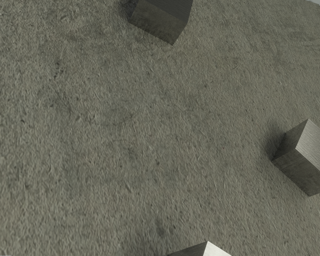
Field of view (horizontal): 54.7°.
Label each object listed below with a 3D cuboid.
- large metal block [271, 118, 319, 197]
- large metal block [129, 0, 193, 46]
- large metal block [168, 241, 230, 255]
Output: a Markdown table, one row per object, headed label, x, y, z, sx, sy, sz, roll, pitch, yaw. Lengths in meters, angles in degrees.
| label | x | y | z | sx | sy | sz | roll | pitch | yaw |
| --- | --- | --- | --- | --- | --- | --- | --- | --- | --- |
| large metal block | 0.234 | 0.046 | 0.485 | 0.080 | 0.050 | 0.080 | 43 | 51 | 1 |
| large metal block | 0.004 | -0.196 | 0.509 | 0.080 | 0.050 | 0.080 | 24 | 53 | -14 |
| large metal block | 0.032 | 0.161 | 0.287 | 0.050 | 0.080 | 0.080 | 34 | 51 | -6 |
